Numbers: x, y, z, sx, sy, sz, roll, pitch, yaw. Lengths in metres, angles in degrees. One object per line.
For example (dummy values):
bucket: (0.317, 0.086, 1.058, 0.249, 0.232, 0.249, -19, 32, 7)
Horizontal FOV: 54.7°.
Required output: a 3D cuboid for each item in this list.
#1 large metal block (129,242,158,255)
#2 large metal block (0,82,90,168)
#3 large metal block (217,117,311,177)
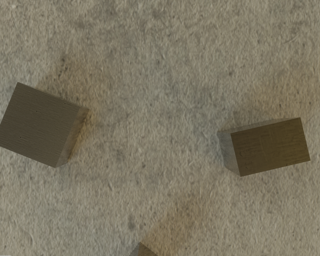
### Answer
large metal block: (-0.032, 0.202, 0.382, 0.050, 0.080, 0.080, 38, 90, -1)
large metal block: (-0.148, -0.004, 0.396, 0.080, 0.050, 0.080, 22, 90, -1)
large metal block: (0.123, 0.021, 0.384, 0.080, 0.080, 0.050, -13, 90, 0)
